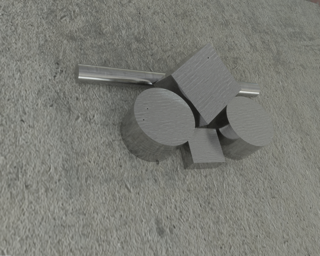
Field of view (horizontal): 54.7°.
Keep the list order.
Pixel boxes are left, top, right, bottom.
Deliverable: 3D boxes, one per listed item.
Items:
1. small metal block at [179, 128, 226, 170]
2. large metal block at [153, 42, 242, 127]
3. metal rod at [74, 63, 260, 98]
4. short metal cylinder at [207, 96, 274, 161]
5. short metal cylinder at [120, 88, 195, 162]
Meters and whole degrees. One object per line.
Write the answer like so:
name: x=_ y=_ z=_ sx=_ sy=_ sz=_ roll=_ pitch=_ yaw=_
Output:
small metal block: x=0.054 y=0.028 z=0.418 sx=0.050 sy=0.025 sz=0.050 roll=2 pitch=61 yaw=-27
large metal block: x=0.052 y=-0.057 z=0.429 sx=0.080 sy=0.050 sz=0.080 roll=-44 pitch=103 yaw=-26
metal rod: x=0.029 y=-0.067 z=0.461 sx=0.303 sy=0.025 sz=0.025 roll=1 pitch=62 yaw=-28
short metal cylinder: x=0.116 y=0.001 z=0.451 sx=0.081 sy=0.050 sz=0.080 roll=14 pitch=56 yaw=-21
short metal cylinder: x=-0.004 y=-0.003 z=0.388 sx=0.081 sy=0.050 sz=0.080 roll=14 pitch=56 yaw=-21
